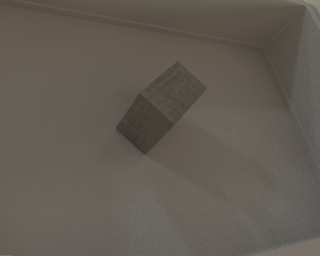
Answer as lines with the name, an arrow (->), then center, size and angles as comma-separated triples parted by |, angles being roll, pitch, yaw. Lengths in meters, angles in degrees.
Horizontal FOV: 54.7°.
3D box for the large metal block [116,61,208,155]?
large metal block -> 0.002, -0.024, 0.384 | 0.050, 0.080, 0.080 | 43, 51, 1
